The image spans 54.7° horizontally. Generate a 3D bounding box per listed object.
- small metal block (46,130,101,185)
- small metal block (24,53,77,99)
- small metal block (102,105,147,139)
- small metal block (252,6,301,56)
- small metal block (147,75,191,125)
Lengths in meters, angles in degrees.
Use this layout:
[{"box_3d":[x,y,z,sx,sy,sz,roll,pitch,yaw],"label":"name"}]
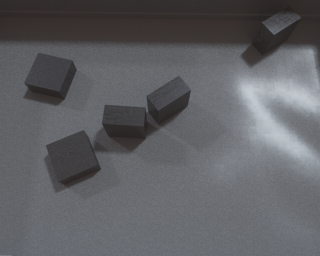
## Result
[{"box_3d":[-0.110,0.038,0.395,0.050,0.025,0.050,-23,72,-8],"label":"small metal block"},{"box_3d":[-0.152,-0.073,0.435,0.050,0.025,0.050,14,71,5],"label":"small metal block"},{"box_3d":[-0.044,-0.007,0.398,0.050,0.050,0.025,4,70,1],"label":"small metal block"},{"box_3d":[0.167,-0.140,0.448,0.050,0.050,0.025,-33,74,-11],"label":"small metal block"},{"box_3d":[0.011,-0.036,0.409,0.050,0.050,0.025,-34,74,-11],"label":"small metal block"}]
